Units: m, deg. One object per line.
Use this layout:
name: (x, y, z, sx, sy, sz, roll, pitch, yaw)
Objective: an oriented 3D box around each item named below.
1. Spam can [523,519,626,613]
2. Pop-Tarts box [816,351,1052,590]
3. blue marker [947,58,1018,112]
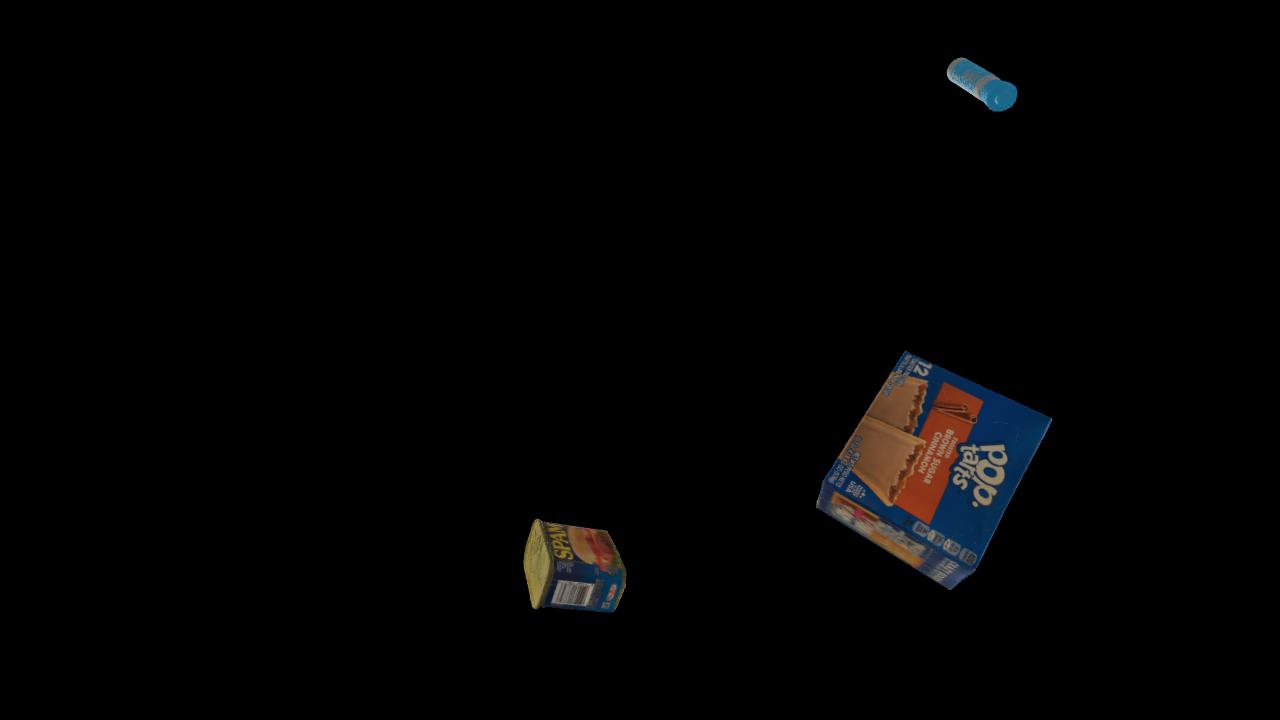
Spam can: (-0.070, 0.216, 0.645, 0.085, 0.058, 0.101, 15, 11, -21)
Pop-Tarts box: (0.275, 0.101, 0.590, 0.141, 0.167, 0.083, 31, -20, 25)
blue marker: (0.253, -0.206, 0.458, 0.020, 0.020, 0.121, 0, 33, 12)
